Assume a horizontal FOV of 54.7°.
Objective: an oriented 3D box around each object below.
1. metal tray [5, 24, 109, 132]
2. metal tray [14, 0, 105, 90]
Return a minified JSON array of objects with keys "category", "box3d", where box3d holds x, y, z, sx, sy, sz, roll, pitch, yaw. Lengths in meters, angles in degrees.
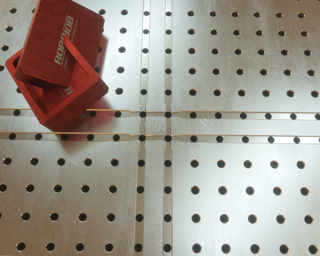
[{"category":"metal tray","box3d":[-0.139,-0.069,0.410,0.090,0.030,0.130,-39,63,-2]},{"category":"metal tray","box3d":[-0.133,-0.113,0.424,0.091,0.030,0.130,19,67,-30]}]
